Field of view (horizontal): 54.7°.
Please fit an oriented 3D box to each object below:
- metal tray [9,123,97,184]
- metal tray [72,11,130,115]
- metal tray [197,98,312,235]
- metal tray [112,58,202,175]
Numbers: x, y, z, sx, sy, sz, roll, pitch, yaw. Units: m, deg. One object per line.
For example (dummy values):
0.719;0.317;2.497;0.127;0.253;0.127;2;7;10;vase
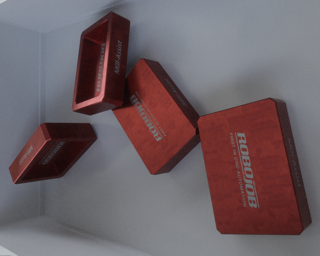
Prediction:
-0.175;0.041;0.505;0.129;0.091;0.030;-43;64;31;metal tray
-0.086;-0.089;0.446;0.090;0.030;0.129;-11;71;47;metal tray
0.095;0.042;0.325;0.090;0.030;0.129;-15;80;38;metal tray
-0.007;-0.016;0.408;0.090;0.030;0.130;-48;62;29;metal tray
